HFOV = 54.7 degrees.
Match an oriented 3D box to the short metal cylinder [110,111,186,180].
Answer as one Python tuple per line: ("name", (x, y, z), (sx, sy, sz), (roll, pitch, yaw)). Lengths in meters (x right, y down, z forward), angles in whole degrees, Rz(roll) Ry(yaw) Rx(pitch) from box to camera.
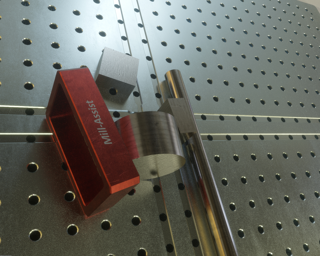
("short metal cylinder", (-0.016, 0.022, 0.352), (0.081, 0.080, 0.050), (2, 61, -28))

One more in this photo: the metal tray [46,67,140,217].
("metal tray", (-0.075, 0.015, 0.317), (0.030, 0.090, 0.130), (-16, 70, -35))

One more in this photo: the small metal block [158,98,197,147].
("small metal block", (0.017, -0.005, 0.406), (0.025, 0.050, 0.050), (-5, 65, -31))

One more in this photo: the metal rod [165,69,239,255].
("metal rod", (0.053, 0.050, 0.407), (0.025, 0.025, 0.299), (0, 62, -29))

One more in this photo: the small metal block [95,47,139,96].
("small metal block", (-0.059, -0.077, 0.425), (0.050, 0.025, 0.050), (17, 55, -19))
